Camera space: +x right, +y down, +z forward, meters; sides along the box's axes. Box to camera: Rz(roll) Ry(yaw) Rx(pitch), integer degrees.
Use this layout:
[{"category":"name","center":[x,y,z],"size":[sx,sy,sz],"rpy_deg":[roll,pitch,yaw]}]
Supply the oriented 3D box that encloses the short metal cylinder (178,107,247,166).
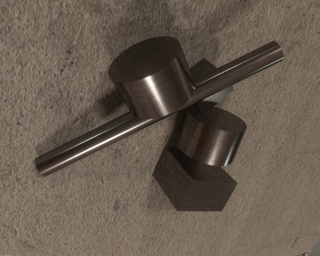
[{"category":"short metal cylinder","center":[0.069,0.008,0.416],"size":[0.081,0.080,0.050],"rpy_deg":[1,118,-29]}]

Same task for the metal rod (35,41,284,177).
[{"category":"metal rod","center":[-0.003,-0.021,0.355],"size":[0.301,0.025,0.025],"rpy_deg":[-26,129,2]}]

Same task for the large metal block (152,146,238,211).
[{"category":"large metal block","center":[0.048,0.073,0.445],"size":[0.081,0.080,0.050],"rpy_deg":[10,113,-33]}]

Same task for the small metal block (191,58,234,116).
[{"category":"small metal block","center":[0.054,-0.052,0.387],"size":[0.050,0.050,0.025],"rpy_deg":[-39,144,-2]}]

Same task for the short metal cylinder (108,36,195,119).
[{"category":"short metal cylinder","center":[-0.008,-0.055,0.334],"size":[0.080,0.080,0.050],"rpy_deg":[-33,129,-7]}]
